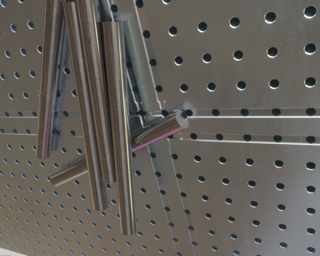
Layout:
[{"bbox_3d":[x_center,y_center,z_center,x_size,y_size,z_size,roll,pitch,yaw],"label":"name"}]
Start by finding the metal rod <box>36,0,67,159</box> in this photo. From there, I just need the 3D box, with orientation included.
[{"bbox_3d":[-0.163,-0.065,0.454,0.025,0.025,0.298,29,128,10],"label":"metal rod"}]

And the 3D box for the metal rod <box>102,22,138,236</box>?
[{"bbox_3d":[-0.051,0.015,0.415,0.025,0.025,0.298,8,113,24],"label":"metal rod"}]

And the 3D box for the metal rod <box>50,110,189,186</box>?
[{"bbox_3d":[-0.080,0.042,0.477,0.299,0.025,0.025,-26,105,36],"label":"metal rod"}]

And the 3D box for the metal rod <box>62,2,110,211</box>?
[{"bbox_3d":[-0.098,-0.014,0.429,0.025,0.025,0.298,8,115,23],"label":"metal rod"}]

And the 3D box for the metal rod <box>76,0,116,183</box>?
[{"bbox_3d":[-0.079,-0.062,0.393,0.025,0.025,0.298,8,116,23],"label":"metal rod"}]
